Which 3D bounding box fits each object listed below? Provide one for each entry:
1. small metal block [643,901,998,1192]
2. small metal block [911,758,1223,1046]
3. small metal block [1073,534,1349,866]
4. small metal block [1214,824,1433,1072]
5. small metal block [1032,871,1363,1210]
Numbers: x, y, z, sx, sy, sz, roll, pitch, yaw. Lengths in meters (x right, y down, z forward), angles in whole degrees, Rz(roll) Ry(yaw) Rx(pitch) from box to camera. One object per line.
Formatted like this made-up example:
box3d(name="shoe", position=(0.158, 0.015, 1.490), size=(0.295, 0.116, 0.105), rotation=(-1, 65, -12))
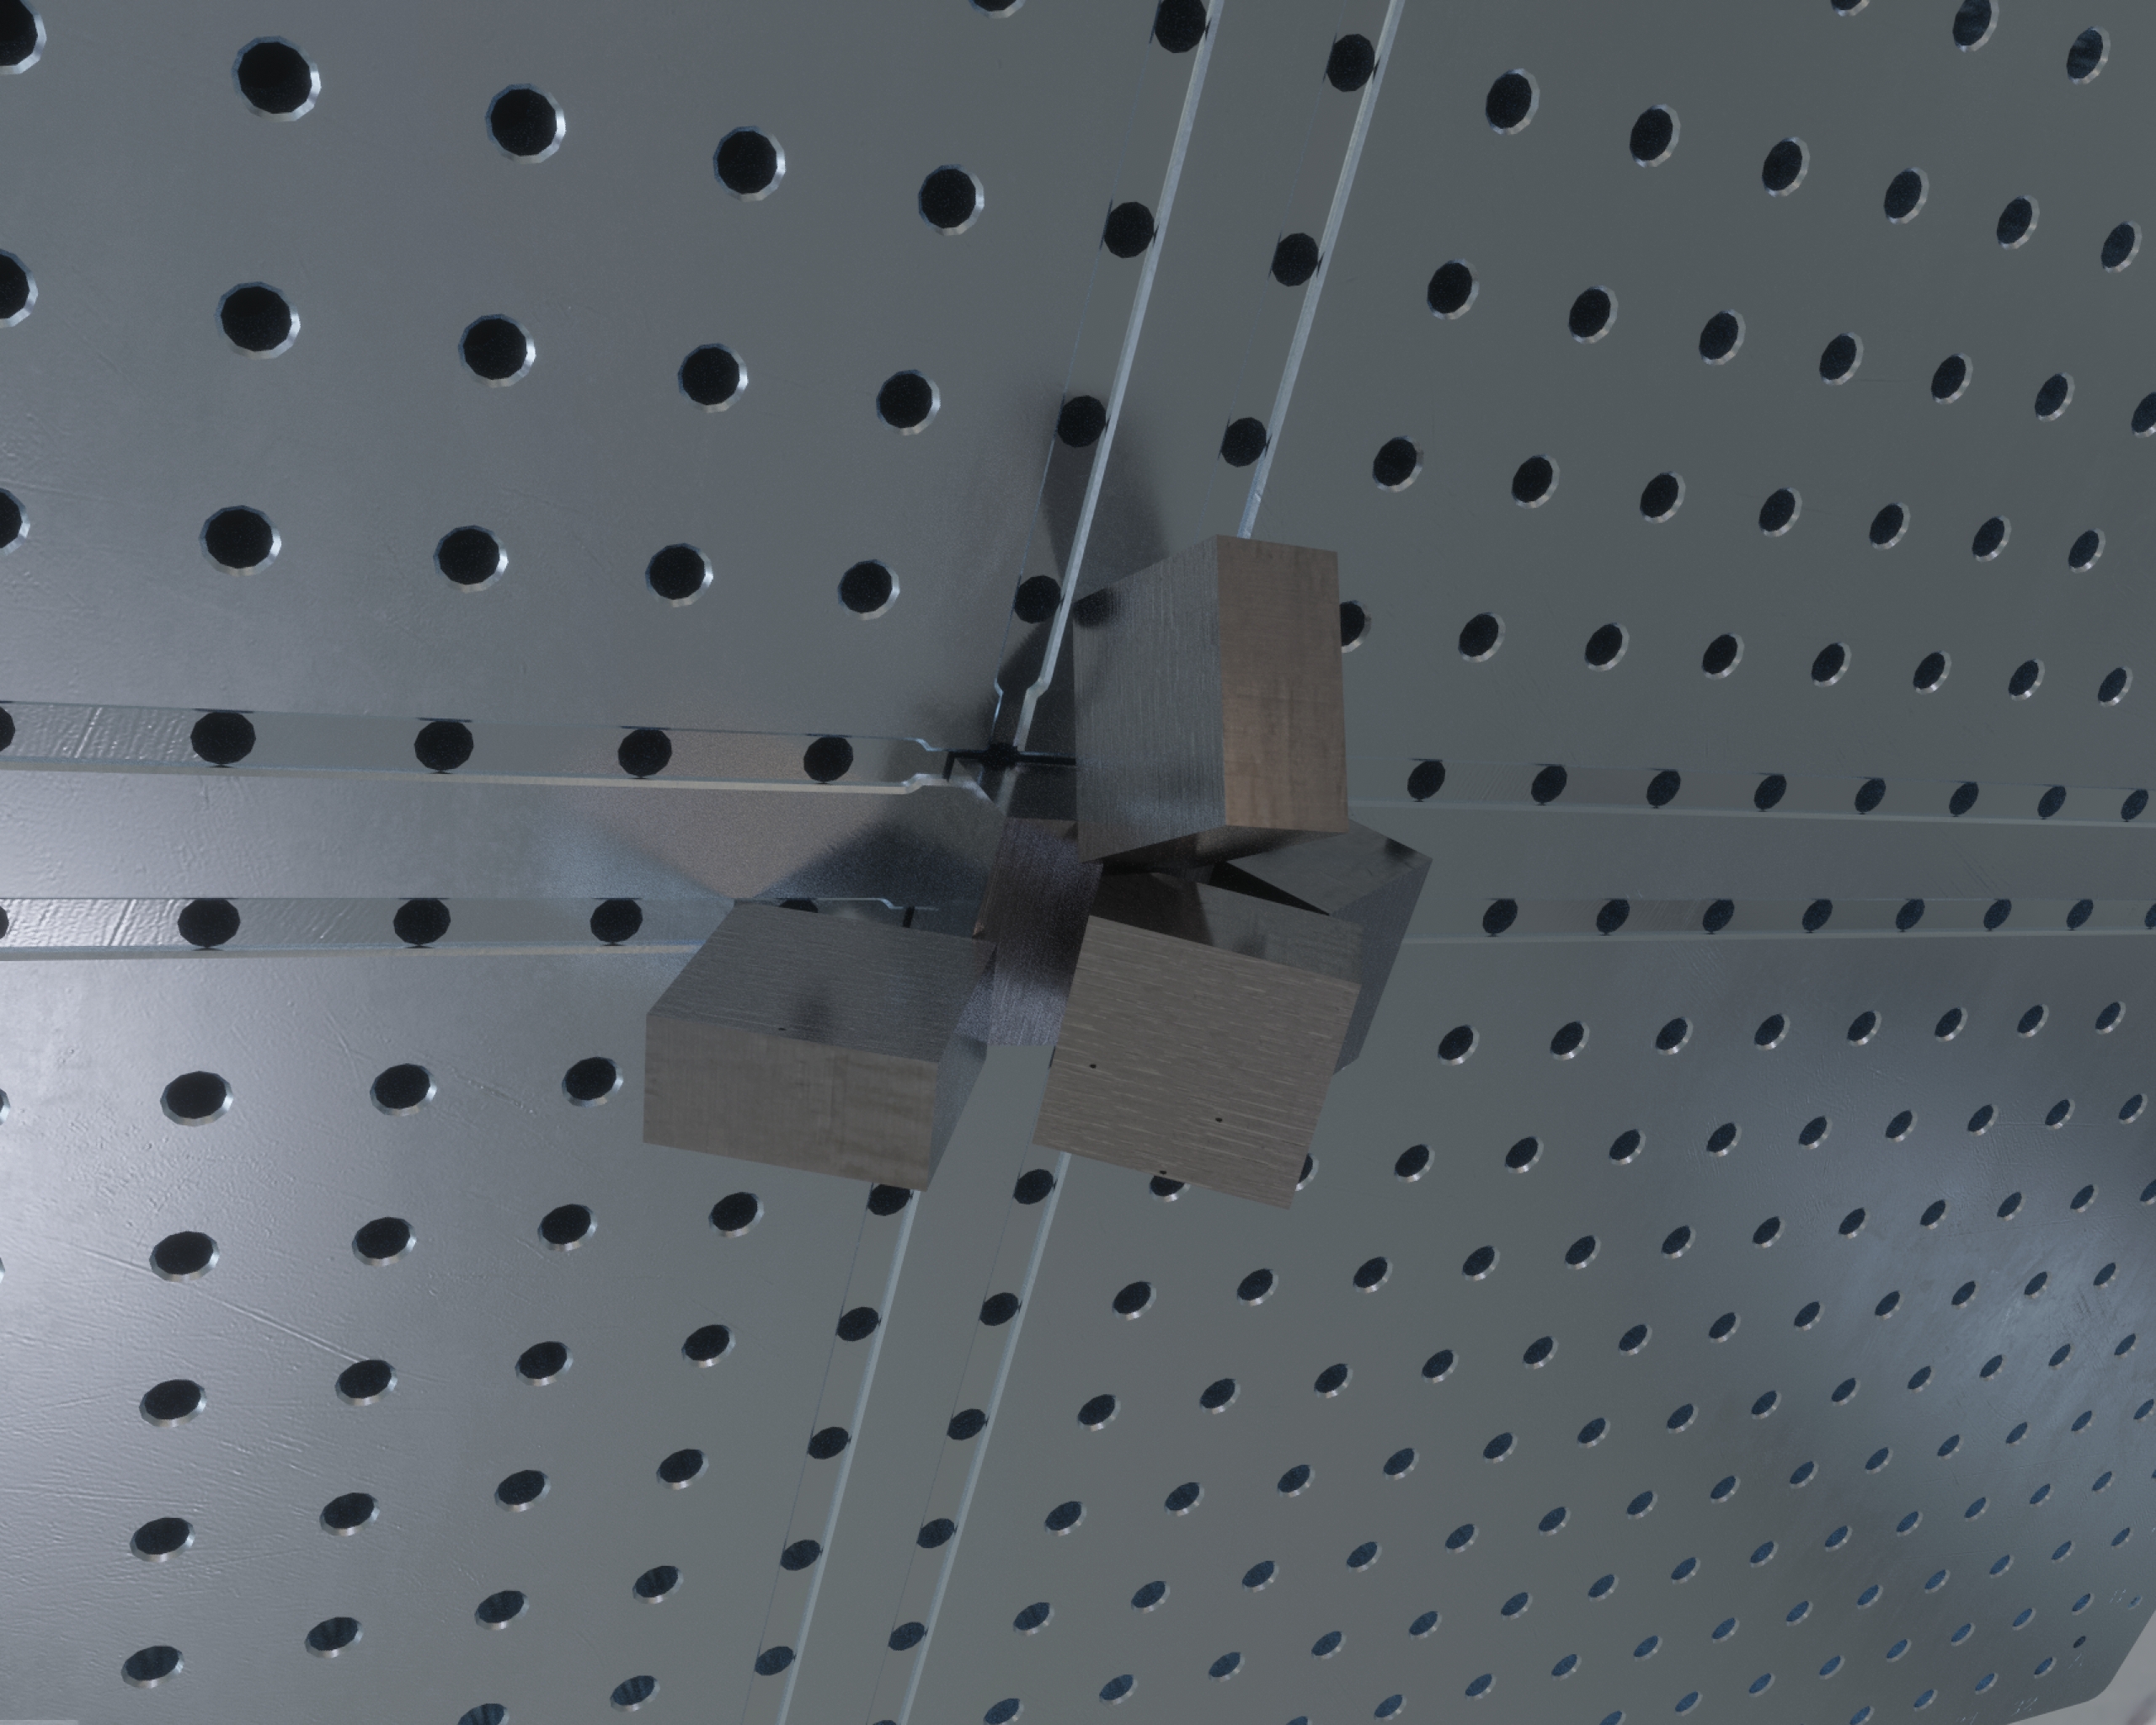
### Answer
box3d(name="small metal block", position=(-0.045, 0.032, 0.376), size=(0.050, 0.050, 0.025), rotation=(9, 113, 6))
box3d(name="small metal block", position=(-0.003, 0.009, 0.414), size=(0.050, 0.025, 0.050), rotation=(2, 117, -29))
box3d(name="small metal block", position=(0.023, -0.027, 0.377), size=(0.025, 0.050, 0.050), rotation=(3, 81, -29))
box3d(name="small metal block", position=(0.045, 0.021, 0.434), size=(0.050, 0.025, 0.050), rotation=(-22, 134, -55))
box3d(name="small metal block", position=(0.023, 0.032, 0.395), size=(0.050, 0.025, 0.050), rotation=(14, 115, 1))
